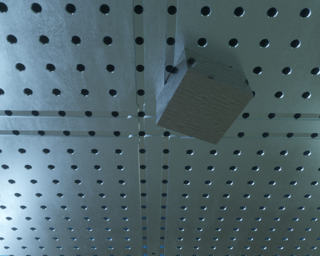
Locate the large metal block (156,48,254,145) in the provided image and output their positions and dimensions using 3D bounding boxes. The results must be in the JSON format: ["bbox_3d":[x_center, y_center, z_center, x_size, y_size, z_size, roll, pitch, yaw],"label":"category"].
[{"bbox_3d":[0.048,-0.035,0.366,0.081,0.050,0.079,18,128,-16],"label":"large metal block"}]
